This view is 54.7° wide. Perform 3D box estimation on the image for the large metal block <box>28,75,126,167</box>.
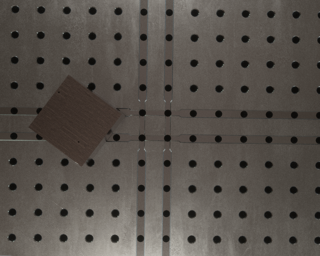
[{"bbox_3d":[-0.103,-0.009,0.400,0.080,0.050,0.080,37,90,-1],"label":"large metal block"}]
